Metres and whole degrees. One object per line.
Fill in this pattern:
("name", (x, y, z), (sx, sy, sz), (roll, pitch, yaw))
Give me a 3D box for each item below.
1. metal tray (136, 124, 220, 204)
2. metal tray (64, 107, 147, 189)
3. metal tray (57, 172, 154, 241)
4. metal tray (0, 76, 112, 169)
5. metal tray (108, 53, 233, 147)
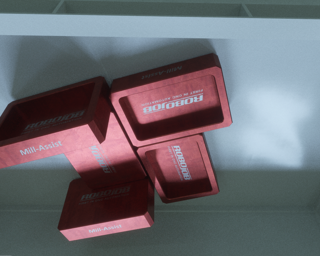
("metal tray", (0.029, 0.054, 0.450), (0.090, 0.030, 0.129), (-14, 129, 11))
("metal tray", (-0.080, 0.026, 0.423), (0.090, 0.030, 0.129), (-14, 129, 11))
("metal tray", (-0.075, 0.107, 0.453), (0.131, 0.090, 0.030), (-13, 129, 10))
("metal tray", (-0.123, -0.008, 0.353), (0.130, 0.090, 0.030), (-14, 129, 11))
("metal tray", (0.015, -0.030, 0.378), (0.131, 0.030, 0.090), (-13, 129, 10))
